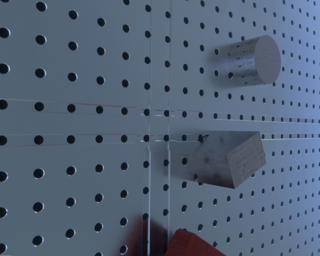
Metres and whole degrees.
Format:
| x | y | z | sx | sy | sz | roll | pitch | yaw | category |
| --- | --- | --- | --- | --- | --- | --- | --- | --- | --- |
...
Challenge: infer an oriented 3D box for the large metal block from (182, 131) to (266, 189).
| x | y | z | sx | sy | sz | roll | pitch | yaw | category |
| --- | --- | --- | --- | --- | --- | --- | --- | --- | --- |
| 0.094 | 0.042 | 0.452 | 0.081 | 0.080 | 0.050 | -26 | 107 | -37 | large metal block |

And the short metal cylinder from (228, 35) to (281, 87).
| x | y | z | sx | sy | sz | roll | pitch | yaw | category |
| --- | --- | --- | --- | --- | --- | --- | --- | --- | --- |
| 0.162 | -0.113 | 0.529 | 0.081 | 0.050 | 0.079 | 0 | 90 | -40 | short metal cylinder |

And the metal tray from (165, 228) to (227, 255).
| x | y | z | sx | sy | sz | roll | pitch | yaw | category |
| --- | --- | --- | --- | --- | --- | --- | --- | --- | --- |
| 0.053 | 0.203 | 0.411 | 0.130 | 0.030 | 0.090 | 43 | 64 | -32 | metal tray |
